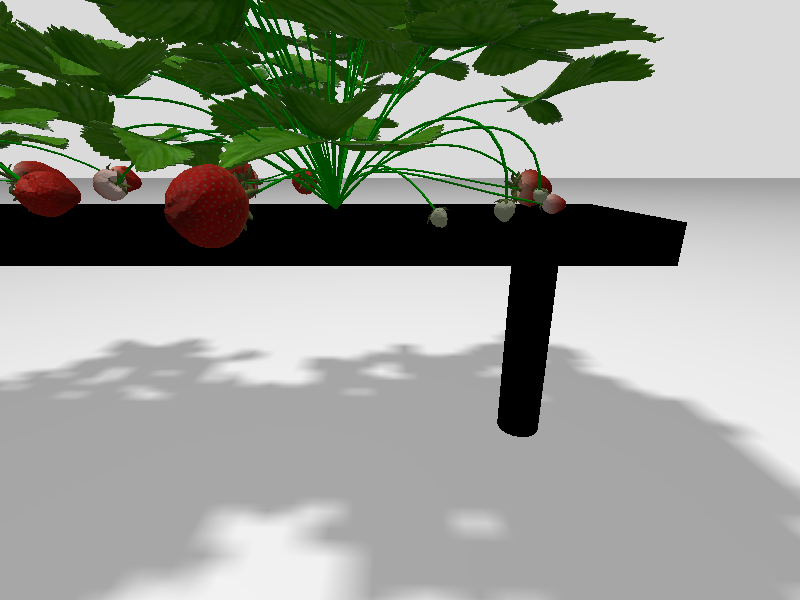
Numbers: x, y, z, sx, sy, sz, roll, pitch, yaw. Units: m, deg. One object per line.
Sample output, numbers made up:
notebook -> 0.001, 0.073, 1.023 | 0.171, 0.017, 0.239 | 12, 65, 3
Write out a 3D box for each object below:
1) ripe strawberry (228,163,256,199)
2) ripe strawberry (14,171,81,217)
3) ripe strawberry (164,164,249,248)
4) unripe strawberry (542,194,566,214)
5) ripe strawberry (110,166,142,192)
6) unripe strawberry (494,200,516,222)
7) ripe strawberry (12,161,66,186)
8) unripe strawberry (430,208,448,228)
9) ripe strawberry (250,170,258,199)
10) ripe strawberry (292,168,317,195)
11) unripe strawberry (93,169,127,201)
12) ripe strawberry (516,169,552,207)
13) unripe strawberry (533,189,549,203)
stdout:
ripe strawberry -> -0.166, -0.120, 0.404 | 0.039, 0.041, 0.036 | 11, 21, 31
ripe strawberry -> -0.236, -0.071, 0.271 | 0.031, 0.031, 0.034 | 8, 20, 13
ripe strawberry -> -0.085, -0.039, 0.172 | 0.034, 0.036, 0.037 | 3, 19, 9
unripe strawberry -> 0.113, -0.071, 0.294 | 0.017, 0.014, 0.017 | 6, 19, 15
ripe strawberry -> -0.355, -0.154, 0.517 | 0.039, 0.035, 0.035 | 14, 5, 36
unripe strawberry -> 0.056, -0.048, 0.215 | 0.011, 0.011, 0.011 | -15, 23, -38
ripe strawberry -> -0.401, -0.135, 0.447 | 0.046, 0.039, 0.046 | 16, 23, 39
unripe strawberry -> 0.022, -0.046, 0.228 | 0.010, 0.011, 0.011 | -11, -28, -31
ripe strawberry -> -0.180, -0.133, 0.450 | 0.040, 0.039, 0.037 | 16, 24, 41
ripe strawberry -> -0.129, -0.161, 0.541 | 0.033, 0.034, 0.036 | -6, 19, -18
unripe strawberry -> -0.315, -0.124, 0.433 | 0.034, 0.033, 0.031 | 1, 17, 22
ripe strawberry -> 0.124, -0.103, 0.370 | 0.034, 0.033, 0.031 | -3, 18, -10
unripe strawberry -> 0.092, -0.068, 0.263 | 0.010, 0.010, 0.009 | 10, 21, 27
